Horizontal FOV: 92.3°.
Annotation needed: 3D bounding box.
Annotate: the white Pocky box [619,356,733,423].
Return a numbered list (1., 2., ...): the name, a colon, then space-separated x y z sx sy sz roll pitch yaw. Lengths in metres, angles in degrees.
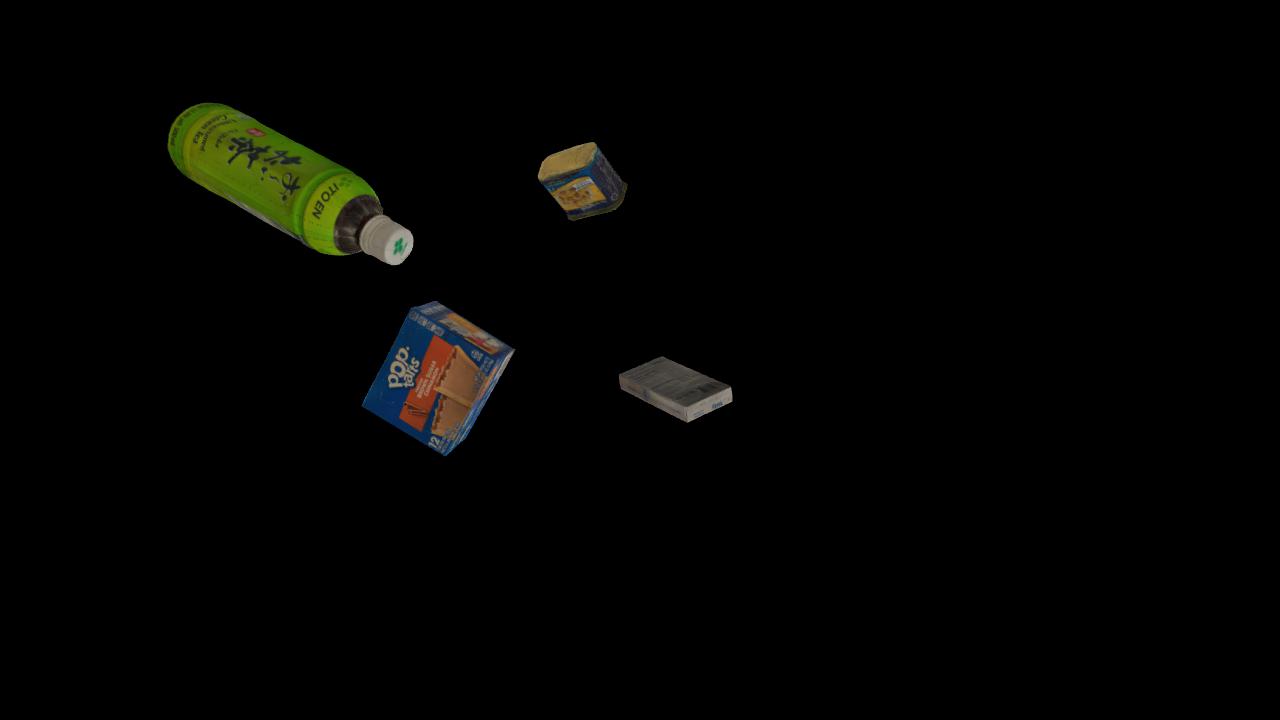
1. white Pocky box: 0.046 0.037 0.853 0.084 0.028 0.154 -22 27 -30

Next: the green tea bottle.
1. green tea bottle: -0.272 -0.133 0.490 0.212 0.073 0.073 30 6 11

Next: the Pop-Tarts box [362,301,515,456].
1. Pop-Tarts box: -0.288 0.025 0.886 0.141 0.167 0.083 32 12 0

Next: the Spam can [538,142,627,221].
1. Spam can: -0.084 -0.256 0.885 0.101 0.058 0.085 -6 -33 31
